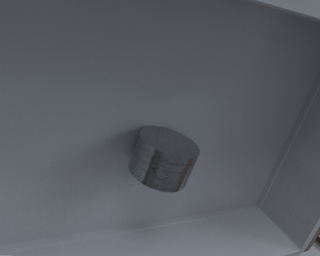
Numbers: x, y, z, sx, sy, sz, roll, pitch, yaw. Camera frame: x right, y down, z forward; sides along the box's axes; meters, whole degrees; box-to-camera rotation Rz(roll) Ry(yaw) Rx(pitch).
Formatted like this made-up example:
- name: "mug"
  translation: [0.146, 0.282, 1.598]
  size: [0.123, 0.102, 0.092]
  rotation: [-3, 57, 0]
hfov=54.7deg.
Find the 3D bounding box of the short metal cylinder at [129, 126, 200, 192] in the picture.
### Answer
- name: "short metal cylinder"
  translation: [0.005, 0.038, 0.401]
  size: [0.081, 0.080, 0.050]
  rotation: [7, 115, -32]
